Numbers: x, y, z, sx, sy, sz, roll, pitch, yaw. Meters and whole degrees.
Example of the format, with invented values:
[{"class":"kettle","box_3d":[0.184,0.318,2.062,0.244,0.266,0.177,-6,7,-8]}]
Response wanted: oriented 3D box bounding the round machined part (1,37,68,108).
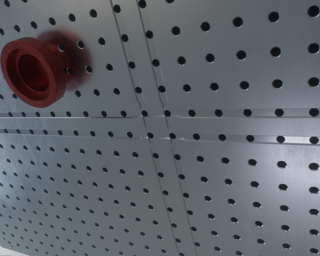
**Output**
[{"class":"round machined part","box_3d":[-0.173,-0.081,0.442,0.098,0.042,0.097,13,124,21]}]
